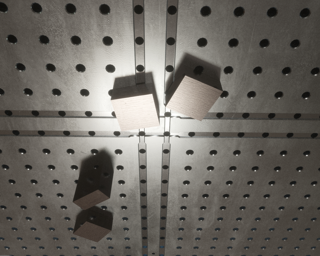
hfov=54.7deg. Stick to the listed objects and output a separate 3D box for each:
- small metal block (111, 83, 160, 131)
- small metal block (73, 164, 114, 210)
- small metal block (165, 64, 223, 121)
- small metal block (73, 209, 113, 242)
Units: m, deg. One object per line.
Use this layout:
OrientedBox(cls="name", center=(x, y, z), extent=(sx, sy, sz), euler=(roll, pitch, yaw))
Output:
OrientedBox(cls="small metal block", center=(-0.029, -0.026, 0.389), extent=(0.050, 0.025, 0.050), euler=(-8, 130, 6))
OrientedBox(cls="small metal block", center=(-0.100, 0.089, 0.470), extent=(0.050, 0.050, 0.025), euler=(-28, 125, 21))
OrientedBox(cls="small metal block", center=(0.040, -0.042, 0.377), extent=(0.050, 0.025, 0.050), euler=(20, 127, -17))
OrientedBox(cls="small metal block", center=(-0.121, 0.178, 0.562), extent=(0.050, 0.025, 0.050), euler=(30, 124, -23))
